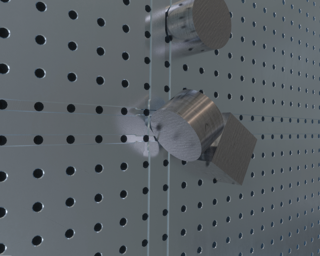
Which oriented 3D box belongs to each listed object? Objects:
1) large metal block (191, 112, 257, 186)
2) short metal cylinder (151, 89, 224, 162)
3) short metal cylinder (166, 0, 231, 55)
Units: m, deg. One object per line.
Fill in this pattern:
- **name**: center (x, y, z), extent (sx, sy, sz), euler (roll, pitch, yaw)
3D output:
- **large metal block**: center (0.096, 0.032, 0.474), extent (0.080, 0.050, 0.080), euler (38, 67, -34)
- **short metal cylinder**: center (0.035, -0.003, 0.403), extent (0.050, 0.080, 0.080), euler (-41, 115, -32)
- **short metal cylinder**: center (0.056, -0.147, 0.440), extent (0.081, 0.050, 0.079), euler (0, 90, -40)
